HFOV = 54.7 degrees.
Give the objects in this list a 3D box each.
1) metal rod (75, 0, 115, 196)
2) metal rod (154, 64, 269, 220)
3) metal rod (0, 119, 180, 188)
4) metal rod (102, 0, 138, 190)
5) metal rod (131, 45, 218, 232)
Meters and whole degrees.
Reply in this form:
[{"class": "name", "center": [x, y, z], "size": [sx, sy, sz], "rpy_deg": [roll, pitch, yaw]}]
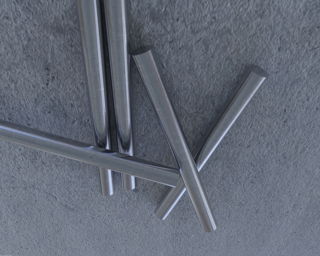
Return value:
[{"class": "metal rod", "center": [-0.076, -0.016, 0.392], "size": [0.025, 0.025, 0.298], "rpy_deg": [2, 130, -2]}, {"class": "metal rod", "center": [0.057, 0.041, 0.442], "size": [0.025, 0.025, 0.298], "rpy_deg": [17, 128, -14]}, {"class": "metal rod", "center": [-0.122, 0.025, 0.400], "size": [0.302, 0.025, 0.025], "rpy_deg": [16, 129, -4]}, {"class": "metal rod", "center": [-0.045, -0.027, 0.383], "size": [0.025, 0.025, 0.298], "rpy_deg": [0, 130, -1]}, {"class": "metal rod", "center": [0.029, 0.035, 0.411], "size": [0.025, 0.025, 0.299], "rpy_deg": [-15, 121, 12]}]
